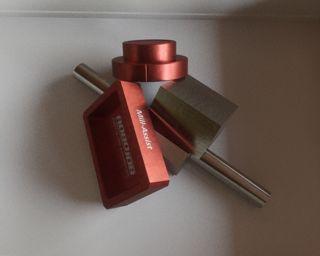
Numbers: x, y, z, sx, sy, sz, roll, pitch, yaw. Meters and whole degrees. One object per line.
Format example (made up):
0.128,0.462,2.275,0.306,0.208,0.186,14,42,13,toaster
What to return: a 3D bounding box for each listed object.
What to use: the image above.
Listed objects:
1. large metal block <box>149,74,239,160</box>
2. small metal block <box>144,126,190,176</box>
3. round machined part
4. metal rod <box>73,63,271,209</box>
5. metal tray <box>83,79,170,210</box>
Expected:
0.040,-0.018,0.381,0.080,0.050,0.080,35,31,12,large metal block
0.009,0.030,0.384,0.050,0.050,0.025,36,74,12,small metal block
-0.013,-0.091,0.400,0.099,0.098,0.042,-2,111,-1,round machined part
0.007,0.004,0.407,0.300,0.025,0.025,35,74,11,metal rod
-0.045,0.020,0.367,0.030,0.090,0.130,2,63,-44,metal tray
